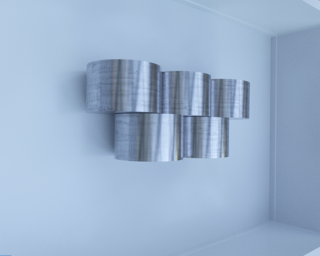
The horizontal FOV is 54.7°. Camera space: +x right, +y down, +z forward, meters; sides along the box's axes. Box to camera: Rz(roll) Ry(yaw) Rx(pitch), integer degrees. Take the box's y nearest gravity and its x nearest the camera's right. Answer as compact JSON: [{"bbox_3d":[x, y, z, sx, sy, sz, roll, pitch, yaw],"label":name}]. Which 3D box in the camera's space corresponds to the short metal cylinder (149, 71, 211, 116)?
[{"bbox_3d":[0.024,-0.039,0.388,0.081,0.080,0.050,1,90,-40],"label":"short metal cylinder"}]

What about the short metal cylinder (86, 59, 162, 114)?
[{"bbox_3d":[-0.039,-0.041,0.336,0.081,0.080,0.050,1,90,-40],"label":"short metal cylinder"}]

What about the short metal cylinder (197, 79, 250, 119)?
[{"bbox_3d":[0.086,-0.038,0.440,0.081,0.080,0.050,2,89,-40],"label":"short metal cylinder"}]

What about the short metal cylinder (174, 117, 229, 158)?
[{"bbox_3d":[0.051,0.012,0.411,0.081,0.080,0.050,1,90,-40],"label":"short metal cylinder"}]

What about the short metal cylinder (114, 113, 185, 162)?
[{"bbox_3d":[-0.012,0.010,0.358,0.081,0.080,0.050,1,90,-40],"label":"short metal cylinder"}]
